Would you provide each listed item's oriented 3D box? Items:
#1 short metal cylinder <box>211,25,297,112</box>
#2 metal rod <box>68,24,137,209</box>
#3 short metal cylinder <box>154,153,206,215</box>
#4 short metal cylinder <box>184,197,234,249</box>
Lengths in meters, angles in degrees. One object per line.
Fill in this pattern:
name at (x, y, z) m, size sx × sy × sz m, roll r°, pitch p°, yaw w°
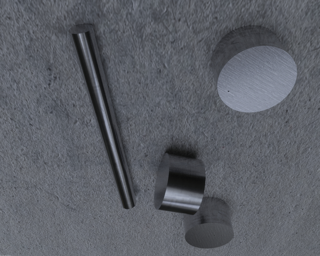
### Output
short metal cylinder at (0.099, -0.064, 0.338) m, size 0.081 × 0.050 × 0.079 m, roll 0°, pitch 130°, yaw 0°
metal rod at (-0.066, 0.011, 0.415) m, size 0.025 × 0.025 × 0.298 m, roll -5°, pitch 130°, yaw 4°
short metal cylinder at (0.026, 0.079, 0.439) m, size 0.050 × 0.080 × 0.079 m, roll 12°, pitch 129°, yaw -10°
short metal cylinder at (0.081, 0.163, 0.530) m, size 0.081 × 0.050 × 0.079 m, roll 0°, pitch 130°, yaw 0°
